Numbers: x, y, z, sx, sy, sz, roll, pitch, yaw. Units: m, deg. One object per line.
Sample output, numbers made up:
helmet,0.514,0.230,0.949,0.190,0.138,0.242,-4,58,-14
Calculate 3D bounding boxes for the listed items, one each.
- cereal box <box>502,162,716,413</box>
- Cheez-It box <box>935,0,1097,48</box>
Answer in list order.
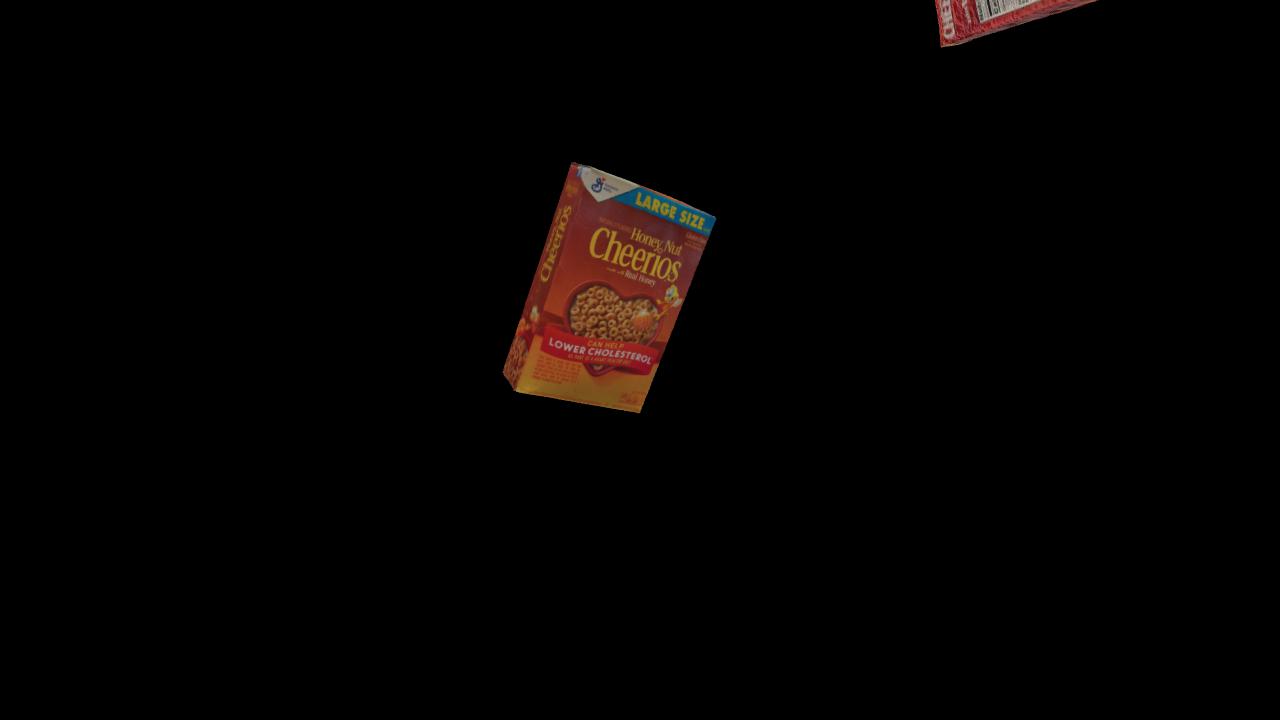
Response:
cereal box,-0.043,-0.089,0.845,0.203,0.306,0.081,13,15,-33
Cheez-It box,0.308,-0.267,0.373,0.166,0.071,0.223,-17,19,4
